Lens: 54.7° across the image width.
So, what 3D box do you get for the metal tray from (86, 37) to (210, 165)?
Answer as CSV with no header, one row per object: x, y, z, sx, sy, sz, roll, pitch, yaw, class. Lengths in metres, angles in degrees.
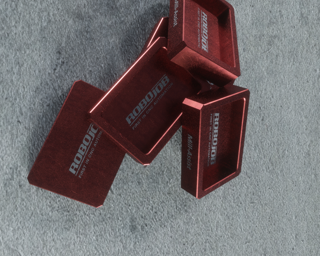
-0.011,-0.032,0.372,0.090,0.030,0.130,43,76,-15,metal tray

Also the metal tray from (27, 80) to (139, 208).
-0.088,0.019,0.375,0.090,0.030,0.130,26,81,-19,metal tray

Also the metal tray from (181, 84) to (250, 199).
0.070,0.017,0.398,0.091,0.030,0.129,-21,122,-35,metal tray

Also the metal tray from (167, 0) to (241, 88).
0.056,-0.125,0.393,0.091,0.030,0.130,22,55,-29,metal tray

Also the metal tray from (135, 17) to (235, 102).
0.036,-0.076,0.422,0.131,0.030,0.090,28,81,-18,metal tray
